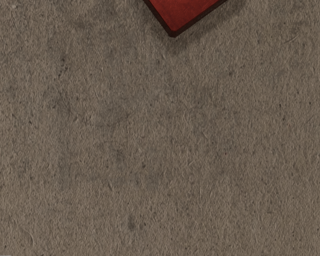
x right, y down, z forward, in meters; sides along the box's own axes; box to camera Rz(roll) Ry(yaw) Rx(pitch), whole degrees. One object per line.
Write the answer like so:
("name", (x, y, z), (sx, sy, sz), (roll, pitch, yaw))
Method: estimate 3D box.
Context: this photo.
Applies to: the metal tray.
("metal tray", (0.043, -0.194, 0.408), (0.130, 0.030, 0.090), (-36, 90, -1))
